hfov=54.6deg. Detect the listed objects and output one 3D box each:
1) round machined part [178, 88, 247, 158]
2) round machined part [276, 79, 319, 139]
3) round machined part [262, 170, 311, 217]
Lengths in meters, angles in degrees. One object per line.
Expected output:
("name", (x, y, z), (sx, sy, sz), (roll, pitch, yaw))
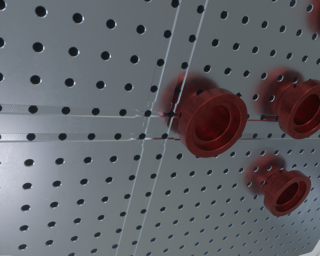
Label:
("round machined part", (0.068, -0.011, 0.430), (0.099, 0.042, 0.097), (-14, 124, -21))
("round machined part", (0.231, -0.034, 0.504), (0.099, 0.042, 0.097), (-14, 124, -21))
("round machined part", (0.241, 0.122, 0.606), (0.099, 0.042, 0.097), (-14, 124, -21))
